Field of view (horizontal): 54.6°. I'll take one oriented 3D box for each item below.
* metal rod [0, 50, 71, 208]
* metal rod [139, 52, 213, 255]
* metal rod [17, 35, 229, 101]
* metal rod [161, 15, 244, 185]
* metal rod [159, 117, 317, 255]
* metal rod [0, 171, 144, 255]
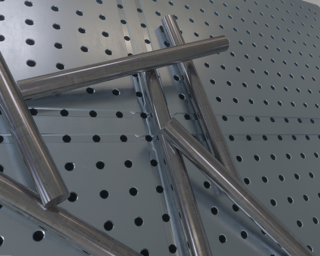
[{"bbox_3d":[-0.171,-0.052,0.332,0.025,0.025,0.299,-19,67,-35],"label":"metal rod"},{"bbox_3d":[0.013,0.028,0.397,0.025,0.025,0.299,-2,63,-29],"label":"metal rod"},{"bbox_3d":[-0.029,-0.086,0.415,0.302,0.025,0.025,-19,72,-26],"label":"metal rod"},{"bbox_3d":[0.056,-0.051,0.468,0.025,0.025,0.299,-4,64,-30],"label":"metal rod"},{"bbox_3d":[0.116,0.099,0.391,0.300,0.025,0.025,44,51,-5],"label":"metal rod"},{"bbox_3d":[-0.079,0.103,0.302,0.301,0.025,0.025,33,52,-7],"label":"metal rod"}]
